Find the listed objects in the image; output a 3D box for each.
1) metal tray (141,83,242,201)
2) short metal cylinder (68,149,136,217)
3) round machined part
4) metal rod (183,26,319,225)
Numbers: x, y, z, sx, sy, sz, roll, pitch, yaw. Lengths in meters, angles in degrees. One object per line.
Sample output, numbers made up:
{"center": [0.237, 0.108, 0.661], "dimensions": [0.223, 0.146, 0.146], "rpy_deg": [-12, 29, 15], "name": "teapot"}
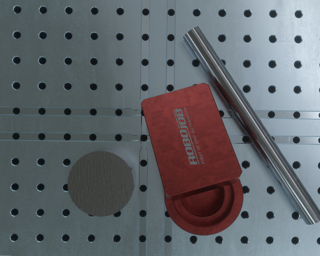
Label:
{"center": [0.036, 0.015, 0.385], "dimensions": [0.090, 0.030, 0.130], "rpy_deg": [-16, 66, 0], "name": "metal tray"}
{"center": [-0.072, 0.068, 0.400], "dimensions": [0.081, 0.050, 0.080], "rpy_deg": [0, 90, 0], "name": "short metal cylinder"}
{"center": [0.055, 0.085, 0.405], "dimensions": [0.099, 0.042, 0.097], "rpy_deg": [0, 90, 0], "name": "round machined part"}
{"center": [0.124, -0.003, 0.414], "dimensions": [0.025, 0.025, 0.299], "rpy_deg": [-33, 90, 0], "name": "metal rod"}
